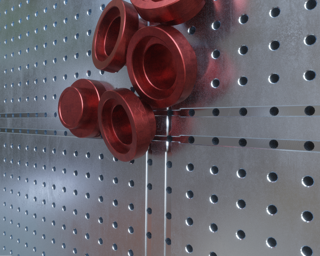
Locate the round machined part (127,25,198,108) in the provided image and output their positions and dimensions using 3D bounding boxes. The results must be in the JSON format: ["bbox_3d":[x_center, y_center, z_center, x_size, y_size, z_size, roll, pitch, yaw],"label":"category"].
[{"bbox_3d":[0.007,-0.077,0.381,0.098,0.042,0.097,23,124,38],"label":"round machined part"}]

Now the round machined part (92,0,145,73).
[{"bbox_3d":[-0.055,-0.125,0.434,0.098,0.042,0.098,-18,67,51],"label":"round machined part"}]

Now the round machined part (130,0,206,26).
[{"bbox_3d":[0.016,-0.161,0.368,0.098,0.042,0.098,-13,57,21],"label":"round machined part"}]

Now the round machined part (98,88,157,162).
[{"bbox_3d":[-0.042,-0.006,0.422,0.098,0.042,0.097,24,122,46],"label":"round machined part"}]

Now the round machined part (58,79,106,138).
[{"bbox_3d":[-0.130,-0.032,0.508,0.098,0.042,0.097,0,90,40],"label":"round machined part"}]
